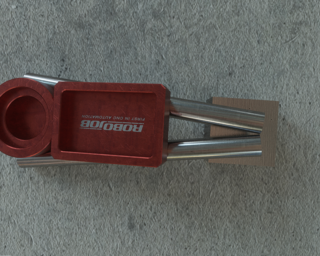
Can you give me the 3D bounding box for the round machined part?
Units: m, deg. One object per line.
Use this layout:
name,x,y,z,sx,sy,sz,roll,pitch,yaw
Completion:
round machined part,-0.166,-0.012,0.395,0.098,0.042,0.097,0,90,10

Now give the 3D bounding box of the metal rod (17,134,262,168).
metal rod,-0.034,0.030,0.379,0.301,0.025,0.025,-4,90,12

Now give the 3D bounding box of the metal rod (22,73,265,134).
metal rod,-0.030,-0.033,0.378,0.301,0.025,0.025,11,90,12

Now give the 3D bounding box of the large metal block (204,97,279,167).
large metal block,0.101,0.004,0.398,0.081,0.050,0.079,4,90,-1

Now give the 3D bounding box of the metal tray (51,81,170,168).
metal tray,-0.057,-0.006,0.356,0.131,0.030,0.089,3,90,12
